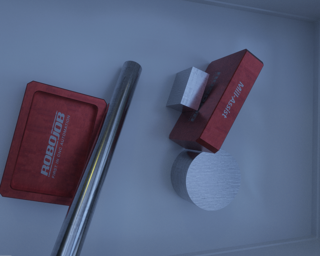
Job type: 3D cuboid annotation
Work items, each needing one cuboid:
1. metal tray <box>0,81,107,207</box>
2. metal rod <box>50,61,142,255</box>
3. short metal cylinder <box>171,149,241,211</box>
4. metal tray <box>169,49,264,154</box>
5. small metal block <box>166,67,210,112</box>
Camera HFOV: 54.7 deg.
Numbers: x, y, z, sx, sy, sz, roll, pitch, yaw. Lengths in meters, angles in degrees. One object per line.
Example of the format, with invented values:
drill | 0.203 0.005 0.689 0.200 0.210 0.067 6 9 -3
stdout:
metal tray | -0.122 0.020 0.363 0.091 0.030 0.129 14 85 -20
metal rod | -0.068 0.047 0.325 0.025 0.025 0.300 26 58 -19
short metal cylinder | 0.061 0.066 0.421 0.081 0.050 0.079 0 90 -21
metal tray | 0.070 -0.033 0.402 0.030 0.090 0.130 33 79 -18
small metal block | 0.036 -0.049 0.412 0.025 0.050 0.050 21 83 -19
